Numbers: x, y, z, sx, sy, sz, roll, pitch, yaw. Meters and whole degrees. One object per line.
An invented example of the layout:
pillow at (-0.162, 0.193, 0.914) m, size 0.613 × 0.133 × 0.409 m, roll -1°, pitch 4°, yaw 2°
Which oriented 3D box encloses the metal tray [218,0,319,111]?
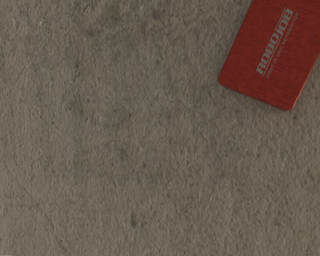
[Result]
metal tray at (0.135, -0.095, 0.359) m, size 0.090 × 0.030 × 0.129 m, roll 25°, pitch 98°, yaw 17°
